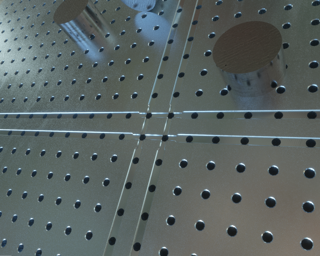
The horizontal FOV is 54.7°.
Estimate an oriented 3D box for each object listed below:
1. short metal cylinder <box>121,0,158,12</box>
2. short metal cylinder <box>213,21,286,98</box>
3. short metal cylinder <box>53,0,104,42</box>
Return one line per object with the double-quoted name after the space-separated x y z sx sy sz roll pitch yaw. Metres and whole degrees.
-0.035 -0.254 0.546 0.080 0.080 0.050 11 68 32 "short metal cylinder"
0.112 -0.085 0.385 0.080 0.050 0.080 -13 56 20 "short metal cylinder"
-0.158 -0.215 0.605 0.080 0.050 0.080 -13 56 20 "short metal cylinder"
